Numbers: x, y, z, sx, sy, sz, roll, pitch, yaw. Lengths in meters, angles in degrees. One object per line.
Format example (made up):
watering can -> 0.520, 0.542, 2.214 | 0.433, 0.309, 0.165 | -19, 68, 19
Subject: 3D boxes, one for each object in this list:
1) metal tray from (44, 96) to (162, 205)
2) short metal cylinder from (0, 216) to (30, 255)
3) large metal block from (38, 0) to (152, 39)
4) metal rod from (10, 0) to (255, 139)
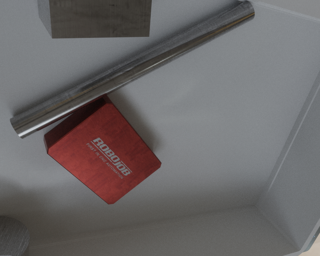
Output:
metal tray -> -0.067, 0.031, 0.390 | 0.090, 0.030, 0.130 | -38, 130, -3
short metal cylinder -> -0.196, 0.150, 0.359 | 0.081, 0.080, 0.050 | -1, 119, -28
large metal block -> -0.060, -0.114, 0.270 | 0.081, 0.080, 0.050 | -9, 122, -24
metal rod -> -0.022, -0.072, 0.353 | 0.302, 0.025, 0.025 | -29, 129, -10
